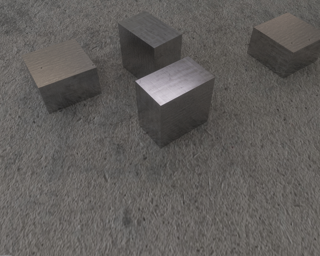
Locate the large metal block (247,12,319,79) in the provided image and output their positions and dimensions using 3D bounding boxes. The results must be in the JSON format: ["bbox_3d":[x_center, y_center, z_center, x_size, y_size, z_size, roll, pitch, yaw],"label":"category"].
[{"bbox_3d":[0.204,-0.135,0.502,0.081,0.050,0.080,-27,55,-21],"label":"large metal block"}]

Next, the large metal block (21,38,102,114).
[{"bbox_3d":[-0.142,-0.077,0.451,0.081,0.050,0.080,-25,55,-20],"label":"large metal block"}]

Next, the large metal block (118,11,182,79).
[{"bbox_3d":[-0.015,-0.114,0.463,0.050,0.080,0.080,-34,58,-25],"label":"large metal block"}]

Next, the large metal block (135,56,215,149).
[{"bbox_3d":[0.018,-0.032,0.395,0.081,0.080,0.050,-30,56,-22],"label":"large metal block"}]
